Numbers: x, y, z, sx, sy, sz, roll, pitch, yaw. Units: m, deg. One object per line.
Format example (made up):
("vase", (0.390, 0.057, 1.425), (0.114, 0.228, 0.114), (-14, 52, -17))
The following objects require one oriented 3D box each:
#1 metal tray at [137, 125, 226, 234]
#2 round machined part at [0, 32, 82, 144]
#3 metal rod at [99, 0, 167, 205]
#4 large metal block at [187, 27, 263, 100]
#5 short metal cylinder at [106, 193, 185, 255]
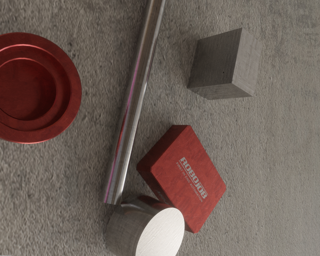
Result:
("metal tray", (0.035, 0.071, 0.434), (0.090, 0.030, 0.130), (-48, 119, -30))
("round machined part", (-0.128, -0.035, 0.288), (0.099, 0.042, 0.097), (0, 90, -40))
("metal rod", (-0.027, -0.058, 0.383), (0.025, 0.025, 0.299), (20, 77, -39))
("large metal block", (0.093, -0.089, 0.449), (0.050, 0.080, 0.080), (22, 76, -38))
("short metal cylinder", (-0.016, 0.124, 0.367), (0.081, 0.050, 0.079), (-16, 113, -44))
